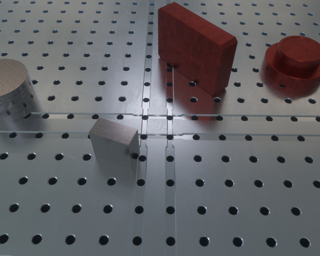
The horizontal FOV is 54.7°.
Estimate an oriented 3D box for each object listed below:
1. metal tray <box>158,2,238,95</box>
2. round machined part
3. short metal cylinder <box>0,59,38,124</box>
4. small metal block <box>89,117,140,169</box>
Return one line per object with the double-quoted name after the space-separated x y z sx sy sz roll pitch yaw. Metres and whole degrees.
0.050 -0.120 0.466 0.030 0.089 0.130 -33 58 -24 "metal tray"
0.218 -0.110 0.491 0.099 0.042 0.098 0 50 0 "round machined part"
-0.220 -0.052 0.433 0.081 0.050 0.080 0 50 0 "short metal cylinder"
-0.054 0.019 0.375 0.050 0.050 0.025 17 52 13 "small metal block"
